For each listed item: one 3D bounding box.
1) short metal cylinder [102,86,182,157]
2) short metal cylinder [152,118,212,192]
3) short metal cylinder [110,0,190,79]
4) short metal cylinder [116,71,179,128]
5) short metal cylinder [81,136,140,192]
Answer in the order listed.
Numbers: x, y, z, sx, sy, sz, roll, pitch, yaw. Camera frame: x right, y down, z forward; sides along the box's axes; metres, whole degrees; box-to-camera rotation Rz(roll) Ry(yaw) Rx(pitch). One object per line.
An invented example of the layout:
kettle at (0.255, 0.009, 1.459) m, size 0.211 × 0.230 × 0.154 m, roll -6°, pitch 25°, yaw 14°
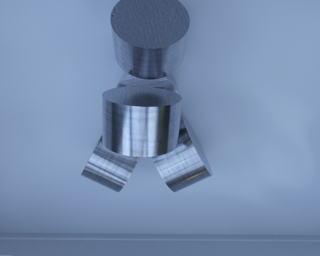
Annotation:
short metal cylinder at (-0.019, -0.010, 0.323) m, size 0.081 × 0.080 × 0.050 m, roll 3°, pitch 110°, yaw -1°
short metal cylinder at (0.026, 0.034, 0.393) m, size 0.050 × 0.080 × 0.080 m, roll -27°, pitch 108°, yaw 10°
short metal cylinder at (-0.011, -0.100, 0.336) m, size 0.081 × 0.080 × 0.050 m, roll 4°, pitch 153°, yaw -2°
short metal cylinder at (-0.016, -0.035, 0.382) m, size 0.081 × 0.050 × 0.079 m, roll 0°, pitch 110°, yaw 0°
short metal cylinder at (-0.058, 0.034, 0.392) m, size 0.050 × 0.080 × 0.080 m, roll 28°, pitch 108°, yaw -9°
